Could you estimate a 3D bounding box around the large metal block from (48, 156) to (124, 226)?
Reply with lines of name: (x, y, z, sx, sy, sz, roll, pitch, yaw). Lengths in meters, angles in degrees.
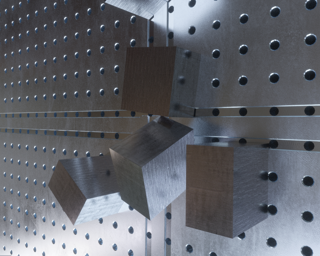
large metal block: (-0.105, 0.089, 0.462, 0.080, 0.081, 0.050, 43, 116, 31)

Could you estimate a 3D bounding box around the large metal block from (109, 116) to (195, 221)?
large metal block: (-0.005, 0.044, 0.359, 0.050, 0.080, 0.080, 25, 135, 37)

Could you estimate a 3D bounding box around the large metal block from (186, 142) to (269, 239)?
large metal block: (0.070, 0.056, 0.316, 0.050, 0.081, 0.080, 1, 91, 40)

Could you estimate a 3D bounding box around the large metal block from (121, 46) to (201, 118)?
large metal block: (0.000, -0.058, 0.394, 0.080, 0.050, 0.080, 11, 97, 39)

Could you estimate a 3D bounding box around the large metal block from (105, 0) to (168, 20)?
large metal block: (-0.023, -0.194, 0.394, 0.080, 0.081, 0.050, -34, 69, 35)
